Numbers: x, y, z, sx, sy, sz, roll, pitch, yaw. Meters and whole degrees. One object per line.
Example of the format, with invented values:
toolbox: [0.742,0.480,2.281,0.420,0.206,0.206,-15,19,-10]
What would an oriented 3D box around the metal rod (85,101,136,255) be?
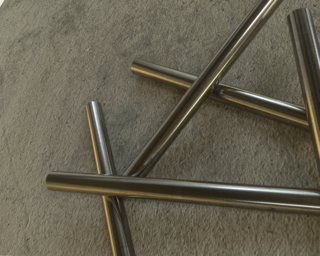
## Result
metal rod: [-0.061,0.080,0.387,0.025,0.025,0.299,-28,52,10]

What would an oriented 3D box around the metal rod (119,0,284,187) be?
metal rod: [0.050,-0.046,0.375,0.299,0.025,0.025,-52,51,3]

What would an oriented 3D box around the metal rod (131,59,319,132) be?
metal rod: [0.075,-0.046,0.392,0.300,0.025,0.025,24,75,36]

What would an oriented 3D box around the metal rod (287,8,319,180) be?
metal rod: [0.155,0.015,0.286,0.025,0.025,0.299,-10,66,23]

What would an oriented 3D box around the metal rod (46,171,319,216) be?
metal rod: [0.006,0.067,0.337,0.301,0.025,0.025,0,62,20]
